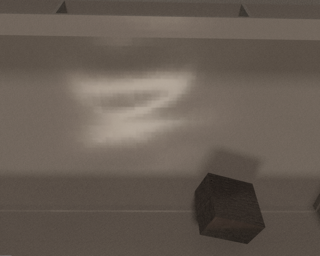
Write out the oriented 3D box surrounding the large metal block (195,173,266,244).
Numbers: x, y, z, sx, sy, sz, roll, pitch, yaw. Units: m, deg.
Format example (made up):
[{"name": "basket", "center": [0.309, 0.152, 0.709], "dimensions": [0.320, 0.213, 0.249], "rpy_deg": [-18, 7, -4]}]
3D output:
[{"name": "large metal block", "center": [0.105, 0.124, 0.480], "dimensions": [0.081, 0.080, 0.050], "rpy_deg": [16, 128, -14]}]
